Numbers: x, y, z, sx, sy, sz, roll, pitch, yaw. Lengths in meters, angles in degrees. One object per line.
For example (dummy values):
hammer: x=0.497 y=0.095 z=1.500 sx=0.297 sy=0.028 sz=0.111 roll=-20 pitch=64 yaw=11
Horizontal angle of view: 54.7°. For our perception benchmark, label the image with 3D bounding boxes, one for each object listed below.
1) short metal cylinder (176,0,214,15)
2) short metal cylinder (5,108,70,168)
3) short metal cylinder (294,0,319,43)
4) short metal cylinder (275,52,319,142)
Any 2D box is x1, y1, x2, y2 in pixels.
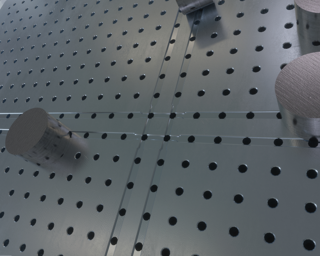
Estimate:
short metal cylinder: x=0.048 y=-0.226 z=0.486 sx=0.050 sy=0.080 sz=0.080 roll=-17 pitch=55 yaw=18
short metal cylinder: x=-0.190 y=0.015 z=0.482 sx=0.080 sy=0.050 sz=0.080 roll=-13 pitch=56 yaw=21
short metal cylinder: x=0.207 y=-0.150 z=0.375 sx=0.080 sy=0.050 sz=0.080 roll=-13 pitch=56 yaw=21
short metal cylinder: x=0.166 y=-0.032 z=0.325 sx=0.080 sy=0.050 sz=0.080 roll=-13 pitch=56 yaw=21
